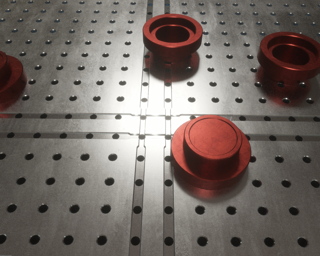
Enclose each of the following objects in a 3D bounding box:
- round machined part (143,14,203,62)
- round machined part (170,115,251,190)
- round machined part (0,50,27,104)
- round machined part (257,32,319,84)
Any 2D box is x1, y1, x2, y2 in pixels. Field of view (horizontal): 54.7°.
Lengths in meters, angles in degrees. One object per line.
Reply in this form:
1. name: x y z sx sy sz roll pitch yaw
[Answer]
1. round machined part: 0.021 -0.148 0.521 0.099 0.042 0.098 0 50 0
2. round machined part: 0.062 0.022 0.379 0.099 0.042 0.098 0 50 0
3. round machined part: -0.256 -0.081 0.461 0.099 0.042 0.098 0 50 0
4. round machined part: 0.203 -0.107 0.489 0.099 0.042 0.098 0 50 0
